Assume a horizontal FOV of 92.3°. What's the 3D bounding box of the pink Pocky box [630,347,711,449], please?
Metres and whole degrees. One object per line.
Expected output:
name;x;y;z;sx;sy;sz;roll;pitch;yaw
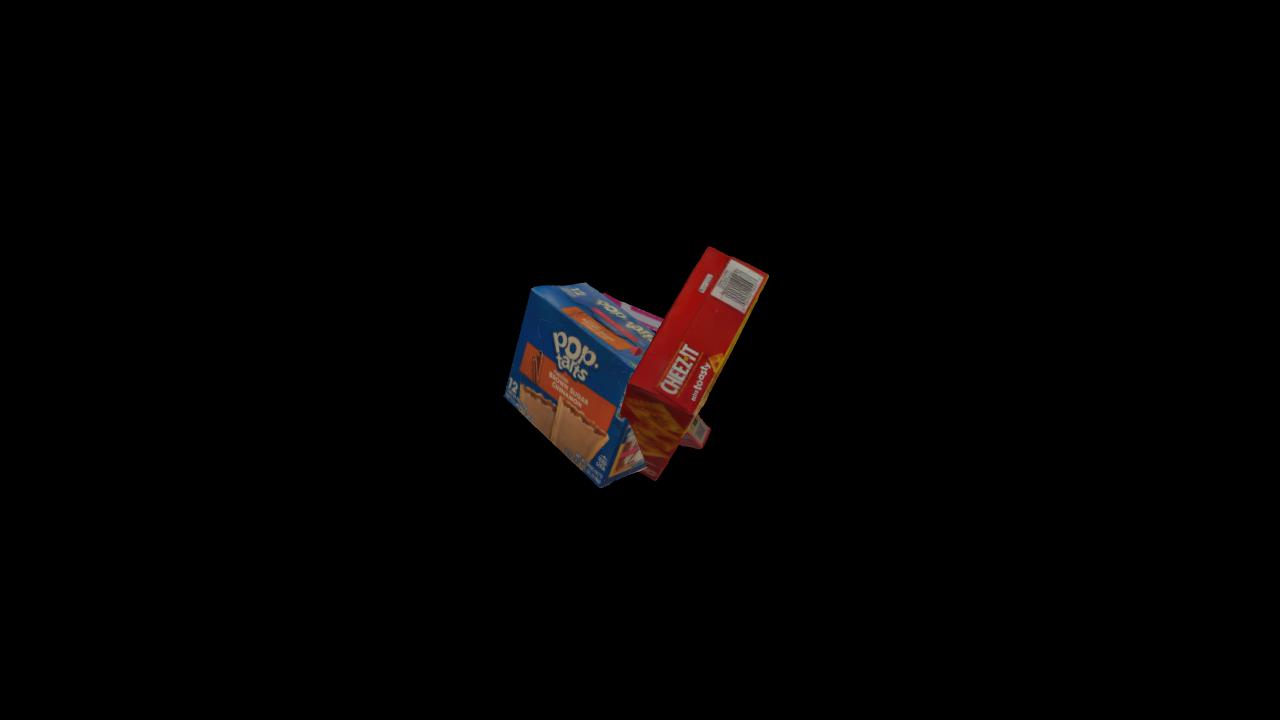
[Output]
pink Pocky box;0.003;0.040;0.644;0.084;0.029;0.155;4;-33;42

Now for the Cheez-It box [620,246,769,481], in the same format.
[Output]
Cheez-It box;0.041;0.014;0.631;0.071;0.166;0.223;28;-25;5

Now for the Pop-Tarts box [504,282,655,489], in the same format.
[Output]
Pop-Tarts box;-0.050;0.021;0.644;0.167;0.141;0.083;38;32;28

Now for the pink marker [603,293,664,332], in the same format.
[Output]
pink marker;0.000;-0.052;0.735;0.121;0.020;0.020;21;-11;-31
